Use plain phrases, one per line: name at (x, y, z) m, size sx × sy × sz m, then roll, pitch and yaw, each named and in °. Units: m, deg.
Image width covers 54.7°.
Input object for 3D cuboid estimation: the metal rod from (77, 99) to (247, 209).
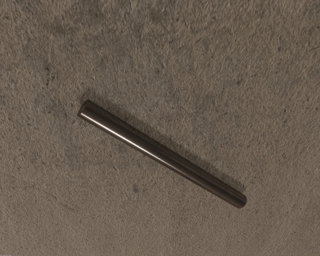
metal rod at (0.019, 0.048, 0.448) m, size 0.301 × 0.025 × 0.025 m, roll 33°, pitch 123°, yaw -25°
